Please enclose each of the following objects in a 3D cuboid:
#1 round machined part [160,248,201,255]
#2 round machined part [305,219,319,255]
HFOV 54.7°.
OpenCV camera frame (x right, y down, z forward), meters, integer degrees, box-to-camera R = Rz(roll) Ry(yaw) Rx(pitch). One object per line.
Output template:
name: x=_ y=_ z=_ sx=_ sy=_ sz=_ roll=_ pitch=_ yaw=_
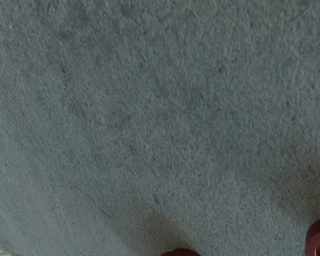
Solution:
round machined part: x=0.042 y=0.243 z=0.523 sx=0.098 sy=0.042 sz=0.097 roll=13 pitch=124 yaw=20
round machined part: x=0.225 y=0.137 z=0.362 sx=0.098 sy=0.042 sz=0.097 roll=13 pitch=124 yaw=20
